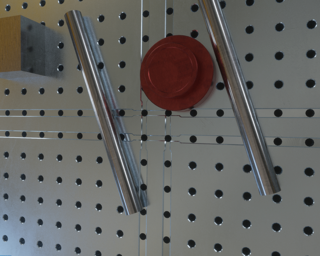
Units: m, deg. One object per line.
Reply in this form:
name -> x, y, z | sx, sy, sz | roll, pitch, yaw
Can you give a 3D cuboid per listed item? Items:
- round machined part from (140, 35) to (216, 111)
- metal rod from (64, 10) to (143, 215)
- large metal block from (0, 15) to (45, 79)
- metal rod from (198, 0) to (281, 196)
round machined part -> 0.019, -0.070, 0.396 | 0.098, 0.042, 0.097 | 0, 90, 19
metal rod -> -0.081, -0.026, 0.440 | 0.025, 0.025, 0.299 | -20, 83, 18
large metal block -> -0.228, -0.121, 0.478 | 0.080, 0.050, 0.079 | -1, 90, 19
metal rod -> 0.089, -0.066, 0.380 | 0.025, 0.025, 0.298 | -18, 84, 19
